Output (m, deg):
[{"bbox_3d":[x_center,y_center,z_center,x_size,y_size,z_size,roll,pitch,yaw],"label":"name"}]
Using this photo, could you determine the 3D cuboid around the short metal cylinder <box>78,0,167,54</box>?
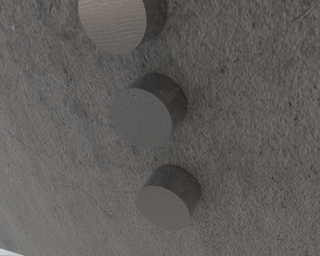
[{"bbox_3d":[-0.039,-0.126,0.334,0.080,0.050,0.079,13,124,21],"label":"short metal cylinder"}]

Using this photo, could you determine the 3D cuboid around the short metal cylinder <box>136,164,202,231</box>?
[{"bbox_3d":[0.013,0.099,0.445,0.080,0.050,0.079,13,124,21],"label":"short metal cylinder"}]

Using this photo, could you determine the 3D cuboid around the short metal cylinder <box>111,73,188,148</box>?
[{"bbox_3d":[-0.012,-0.022,0.384,0.080,0.050,0.079,13,124,21],"label":"short metal cylinder"}]
